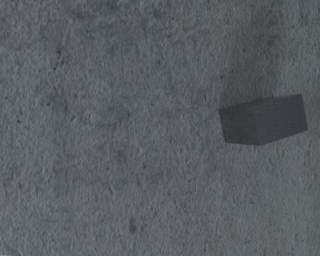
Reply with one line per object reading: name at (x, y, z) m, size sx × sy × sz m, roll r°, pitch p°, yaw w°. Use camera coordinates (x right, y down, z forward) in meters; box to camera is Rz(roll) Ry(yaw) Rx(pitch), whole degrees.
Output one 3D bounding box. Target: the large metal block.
large metal block at (0.142, -0.012, 0.434) m, size 0.081 × 0.080 × 0.050 m, roll -15°, pitch 96°, yaw -20°
